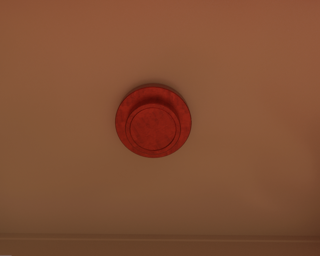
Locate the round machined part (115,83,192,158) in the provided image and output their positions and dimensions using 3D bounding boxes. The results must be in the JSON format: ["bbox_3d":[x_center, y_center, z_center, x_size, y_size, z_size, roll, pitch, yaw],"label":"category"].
[{"bbox_3d":[-0.008,-0.005,0.397,0.099,0.042,0.097,0,110,0],"label":"round machined part"}]
